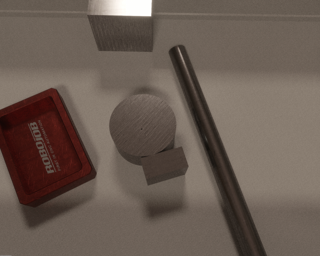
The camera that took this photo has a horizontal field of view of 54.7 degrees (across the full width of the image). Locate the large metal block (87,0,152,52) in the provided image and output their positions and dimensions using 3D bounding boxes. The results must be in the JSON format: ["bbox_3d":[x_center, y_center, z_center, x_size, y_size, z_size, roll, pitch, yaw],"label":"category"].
[{"bbox_3d":[-0.051,-0.152,0.435,0.081,0.080,0.050,1,70,0],"label":"large metal block"}]

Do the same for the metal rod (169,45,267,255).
[{"bbox_3d":[0.069,0.021,0.402,0.025,0.025,0.299,-16,71,-6],"label":"metal rod"}]

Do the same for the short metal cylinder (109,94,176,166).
[{"bbox_3d":[-0.021,0.004,0.395,0.081,0.050,0.080,0,70,0],"label":"short metal cylinder"}]

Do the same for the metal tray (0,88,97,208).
[{"bbox_3d":[-0.149,0.023,0.396,0.091,0.030,0.130,-26,72,-10],"label":"metal tray"}]

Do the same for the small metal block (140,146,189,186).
[{"bbox_3d":[0.005,0.048,0.379,0.050,0.050,0.025,-16,71,-6],"label":"small metal block"}]
